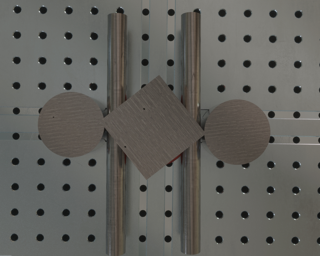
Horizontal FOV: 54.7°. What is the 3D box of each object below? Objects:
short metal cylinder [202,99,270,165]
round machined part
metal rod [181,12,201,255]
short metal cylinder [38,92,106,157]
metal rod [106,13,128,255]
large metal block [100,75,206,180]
[{"bbox_3d":[0.094,0.005,0.401,0.081,0.050,0.080,0,90,0],"label":"short metal cylinder"},{"bbox_3d":[-0.008,0.003,0.405,0.099,0.042,0.097,0,90,0],"label":"round machined part"},{"bbox_3d":[0.039,0.007,0.392,0.025,0.025,0.298,0,90,0],"label":"metal rod"},{"bbox_3d":[-0.108,-0.004,0.400,0.081,0.050,0.080,0,90,0],"label":"short metal cylinder"},{"bbox_3d":[-0.055,0.008,0.392,0.025,0.025,0.298,0,90,0],"label":"metal rod"},{"bbox_3d":[-0.008,-0.001,0.353,0.080,0.050,0.080,-38,90,0],"label":"large metal block"}]
